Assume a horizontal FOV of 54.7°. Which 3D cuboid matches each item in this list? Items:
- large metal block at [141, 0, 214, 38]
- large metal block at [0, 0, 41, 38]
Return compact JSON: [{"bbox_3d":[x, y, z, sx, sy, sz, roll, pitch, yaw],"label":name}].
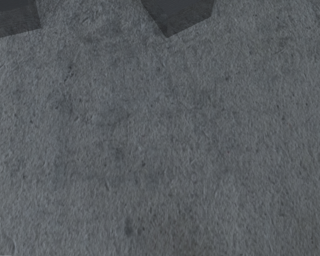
[{"bbox_3d":[0.025,-0.196,0.467,0.080,0.050,0.080,-29,73,-11],"label":"large metal block"},{"bbox_3d":[-0.232,-0.186,0.460,0.081,0.050,0.080,-16,71,-6],"label":"large metal block"}]
